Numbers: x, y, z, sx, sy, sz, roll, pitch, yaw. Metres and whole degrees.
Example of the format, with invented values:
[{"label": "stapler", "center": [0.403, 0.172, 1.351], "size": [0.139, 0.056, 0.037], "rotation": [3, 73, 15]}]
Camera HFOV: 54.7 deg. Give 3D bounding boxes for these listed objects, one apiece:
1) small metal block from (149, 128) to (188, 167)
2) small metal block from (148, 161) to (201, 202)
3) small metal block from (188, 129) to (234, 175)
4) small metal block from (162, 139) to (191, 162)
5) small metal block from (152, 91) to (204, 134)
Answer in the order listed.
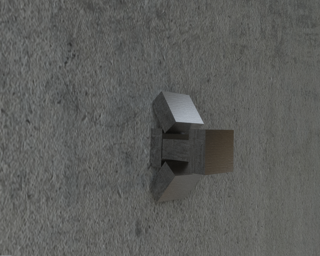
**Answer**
[{"label": "small metal block", "center": [0.013, 0.026, 0.420], "size": [0.050, 0.025, 0.050], "rotation": [3, 88, -40]}, {"label": "small metal block", "center": [0.021, 0.070, 0.410], "size": [0.050, 0.025, 0.050], "rotation": [3, 129, -40]}, {"label": "small metal block", "center": [0.060, 0.027, 0.361], "size": [0.050, 0.025, 0.050], "rotation": [1, 89, -40]}, {"label": "small metal block", "center": [0.038, 0.027, 0.391], "size": [0.050, 0.050, 0.025], "rotation": [3, 88, -40]}, {"label": "small metal block", "center": [0.023, -0.020, 0.412], "size": [0.050, 0.025, 0.050], "rotation": [3, 52, -40]}]
